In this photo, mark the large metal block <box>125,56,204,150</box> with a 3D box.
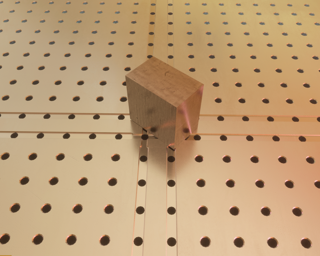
[{"bbox_3d":[0.005,-0.032,0.399,0.080,0.080,0.050,34,58,25],"label":"large metal block"}]
